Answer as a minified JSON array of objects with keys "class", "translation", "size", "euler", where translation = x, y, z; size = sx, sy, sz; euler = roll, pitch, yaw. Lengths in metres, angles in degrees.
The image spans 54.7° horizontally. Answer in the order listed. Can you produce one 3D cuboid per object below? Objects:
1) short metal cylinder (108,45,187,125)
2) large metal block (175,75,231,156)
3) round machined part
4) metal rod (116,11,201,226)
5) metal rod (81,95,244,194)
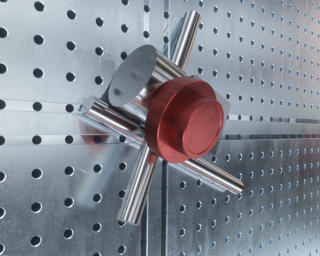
[{"class":"short metal cylinder","translation":[-0.015,-0.049,0.362],"size":[0.050,0.080,0.080],"euler":[32,70,-36]},{"class":"large metal block","translation":[0.045,-0.015,0.428],"size":[0.080,0.050,0.080],"euler":[32,70,-36]},{"class":"round machined part","translation":[0.034,-0.005,0.343],"size":[0.099,0.042,0.097],"euler":[-24,127,-37]},{"class":"metal rod","translation":[0.006,-0.030,0.391],"size":[0.025,0.025,0.300],"euler":[35,61,-35]},{"class":"metal rod","translation":[0.025,0.037,0.431],"size":[0.301,0.025,0.025],"euler":[31,71,-36]}]
